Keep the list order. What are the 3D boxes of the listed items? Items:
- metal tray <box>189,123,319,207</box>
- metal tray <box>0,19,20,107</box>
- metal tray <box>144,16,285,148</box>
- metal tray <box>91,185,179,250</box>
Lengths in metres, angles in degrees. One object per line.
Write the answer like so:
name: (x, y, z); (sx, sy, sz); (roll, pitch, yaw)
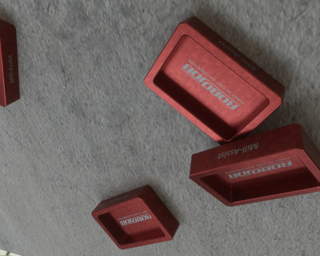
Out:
metal tray: (0.111, 0.049, 0.351); (0.130, 0.030, 0.090); (-22, 132, 36)
metal tray: (-0.264, -0.106, 0.474); (0.090, 0.030, 0.129); (25, 127, 12)
metal tray: (0.057, -0.047, 0.343); (0.130, 0.030, 0.089); (39, 129, 1)
metal tray: (-0.044, 0.153, 0.519); (0.130, 0.030, 0.090); (-27, 104, 37)
